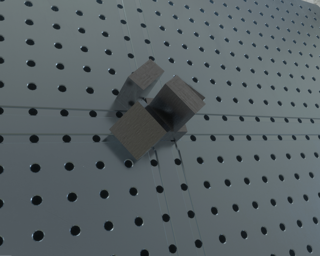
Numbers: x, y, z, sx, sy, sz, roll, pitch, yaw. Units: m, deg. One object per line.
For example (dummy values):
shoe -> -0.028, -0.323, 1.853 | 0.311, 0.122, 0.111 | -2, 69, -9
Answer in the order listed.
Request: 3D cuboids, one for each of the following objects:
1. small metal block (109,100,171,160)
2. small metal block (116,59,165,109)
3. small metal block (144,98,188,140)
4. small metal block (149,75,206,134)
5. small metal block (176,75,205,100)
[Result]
small metal block -> -0.023, 0.002, 0.374 | 0.050, 0.050, 0.025 | 47, 14, 5
small metal block -> -0.027, -0.057, 0.412 | 0.025, 0.050, 0.050 | 42, 51, 0
small metal block -> 0.004, -0.011, 0.416 | 0.050, 0.025, 0.050 | 1, 61, -29
small metal block -> 0.020, -0.029, 0.388 | 0.050, 0.050, 0.025 | 46, 50, 3
small metal block -> 0.035, -0.051, 0.440 | 0.050, 0.025, 0.050 | 37, 11, -4
